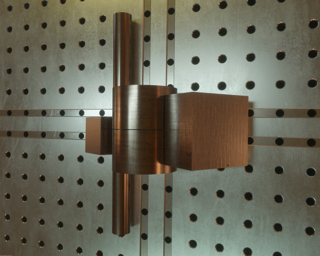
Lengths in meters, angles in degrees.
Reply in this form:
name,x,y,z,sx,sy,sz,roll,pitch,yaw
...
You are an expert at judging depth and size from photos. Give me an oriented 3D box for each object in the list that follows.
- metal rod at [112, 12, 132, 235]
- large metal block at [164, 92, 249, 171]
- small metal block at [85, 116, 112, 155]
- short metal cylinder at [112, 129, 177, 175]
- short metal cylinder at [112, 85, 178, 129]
name,x,y,z,sx,sy,sz,roll,pitch,yaw
metal rod,-0.052,-0.006,0.426,0.025,0.025,0.298,0,90,20
large metal block,0.053,0.003,0.353,0.050,0.081,0.079,2,92,58
small metal block,-0.081,0.010,0.425,0.050,0.025,0.050,0,89,54
short metal cylinder,-0.019,0.027,0.385,0.080,0.080,0.050,1,90,20
short metal cylinder,-0.019,-0.024,0.385,0.080,0.080,0.050,1,90,20
